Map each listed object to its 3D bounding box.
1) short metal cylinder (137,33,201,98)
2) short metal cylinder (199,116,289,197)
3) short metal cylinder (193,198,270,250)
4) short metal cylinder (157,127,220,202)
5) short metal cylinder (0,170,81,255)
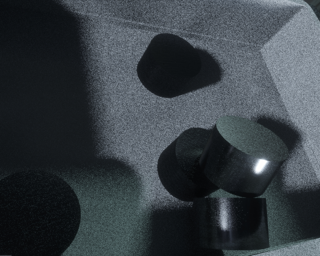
[{"bbox_3d":[0.013,-0.091,0.454,0.081,0.050,0.080,14,56,-21],"label":"short metal cylinder"},{"bbox_3d":[0.090,0.029,0.339,0.081,0.050,0.080,15,30,-9],"label":"short metal cylinder"},{"bbox_3d":[0.077,0.103,0.344,0.081,0.080,0.050,7,75,-25],"label":"short metal cylinder"},{"bbox_3d":[0.044,0.046,0.387,0.081,0.050,0.080,14,56,-21],"label":"short metal cylinder"},{"bbox_3d":[-0.117,0.084,0.276,0.081,0.050,0.080,14,56,-21],"label":"short metal cylinder"}]
